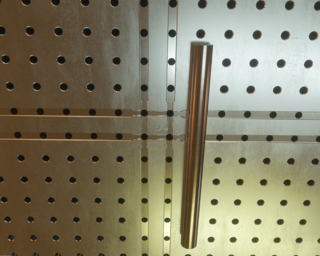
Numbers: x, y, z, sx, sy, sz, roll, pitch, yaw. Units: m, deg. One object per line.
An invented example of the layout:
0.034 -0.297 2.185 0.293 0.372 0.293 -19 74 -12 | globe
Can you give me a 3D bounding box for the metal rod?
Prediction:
0.048 0.039 0.427 0.025 0.025 0.298 1 110 -1 | metal rod
